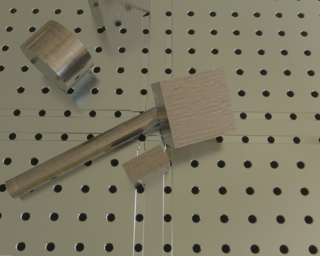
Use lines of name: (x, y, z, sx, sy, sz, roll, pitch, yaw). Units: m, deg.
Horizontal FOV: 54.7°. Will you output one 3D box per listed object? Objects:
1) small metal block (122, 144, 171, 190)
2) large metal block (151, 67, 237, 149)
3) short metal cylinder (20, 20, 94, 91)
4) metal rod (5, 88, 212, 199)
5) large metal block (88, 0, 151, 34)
small metal block: (-0.016, 0.049, 0.380, 0.050, 0.050, 0.025, -27, 73, -10)
large metal block: (0.041, -0.026, 0.388, 0.081, 0.050, 0.080, -15, 98, -12)
short metal cylinder: (-0.137, -0.096, 0.416, 0.080, 0.080, 0.050, 36, 74, 12)
metal rod: (-0.052, 0.008, 0.408, 0.302, 0.025, 0.025, -27, 73, -10)
large metal block: (-0.062, -0.198, 0.454, 0.080, 0.080, 0.050, -31, 73, -11)
